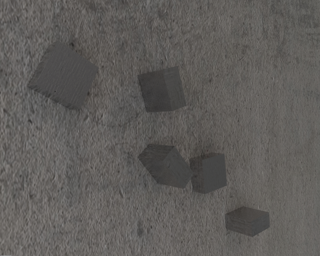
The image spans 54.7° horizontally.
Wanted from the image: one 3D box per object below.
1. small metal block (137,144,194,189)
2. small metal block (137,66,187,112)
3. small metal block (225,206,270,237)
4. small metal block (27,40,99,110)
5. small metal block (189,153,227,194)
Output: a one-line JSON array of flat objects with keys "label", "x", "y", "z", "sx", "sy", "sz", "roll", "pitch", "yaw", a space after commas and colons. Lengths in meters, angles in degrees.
[{"label": "small metal block", "x": 0.007, "y": 0.048, "z": 0.394, "sx": 0.025, "sy": 0.050, "sz": 0.050, "roll": -50, "pitch": 120, "yaw": -28}, {"label": "small metal block", "x": 0.002, "y": -0.048, "z": 0.390, "sx": 0.025, "sy": 0.050, "sz": 0.050, "roll": -23, "pitch": 105, "yaw": -38}, {"label": "small metal block", "x": 0.144, "y": 0.152, "z": 0.509, "sx": 0.050, "sy": 0.050, "sz": 0.025, "roll": -8, "pitch": 95, "yaw": -40}, {"label": "small metal block", "x": -0.099, "y": -0.053, "z": 0.321, "sx": 0.050, "sy": 0.025, "sz": 0.050, "roll": 32, "pitch": 70, "yaw": -36}, {"label": "small metal block", "x": 0.073, "y": 0.067, "z": 0.466, "sx": 0.050, "sy": 0.025, "sz": 0.050, "roll": -9, "pitch": 96, "yaw": -40}]
